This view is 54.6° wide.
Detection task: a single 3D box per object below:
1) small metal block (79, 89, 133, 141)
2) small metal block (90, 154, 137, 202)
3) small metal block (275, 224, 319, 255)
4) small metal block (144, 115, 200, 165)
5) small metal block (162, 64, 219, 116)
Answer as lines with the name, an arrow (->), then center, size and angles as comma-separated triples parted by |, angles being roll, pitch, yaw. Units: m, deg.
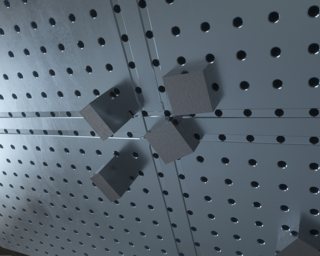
small metal block -> -0.072, -0.019, 0.423 | 0.025, 0.050, 0.050 | -31, 101, 38
small metal block -> -0.071, 0.077, 0.481 | 0.025, 0.050, 0.050 | -34, 100, 38
small metal block -> 0.191, 0.163, 0.411 | 0.050, 0.025, 0.050 | 32, 129, 7
small metal block -> 0.016, 0.015, 0.412 | 0.050, 0.025, 0.050 | -29, 103, 37
small metal block -> 0.037, -0.044, 0.365 | 0.050, 0.025, 0.050 | -4, 117, 30
